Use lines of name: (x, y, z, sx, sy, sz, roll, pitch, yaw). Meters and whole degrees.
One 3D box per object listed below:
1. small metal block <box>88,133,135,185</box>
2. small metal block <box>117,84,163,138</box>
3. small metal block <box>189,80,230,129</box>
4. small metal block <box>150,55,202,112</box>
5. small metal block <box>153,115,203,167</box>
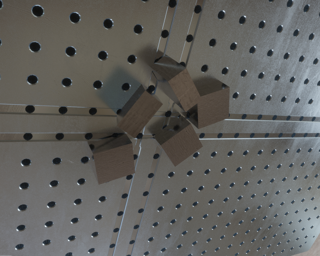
small metal block: (-0.062, 0.040, 0.403, 0.050, 0.025, 0.050, -15, 125, -20)
small metal block: (-0.026, -0.021, 0.365, 0.025, 0.050, 0.050, 37, 98, -16)
small metal block: (0.068, -0.033, 0.430, 0.050, 0.025, 0.050, -19, 126, -18)
small metal block: (0.019, -0.054, 0.373, 0.025, 0.050, 0.050, -37, 130, -4)
small metal block: (0.026, 0.019, 0.439, 0.050, 0.025, 0.050, -36, 130, -5)
